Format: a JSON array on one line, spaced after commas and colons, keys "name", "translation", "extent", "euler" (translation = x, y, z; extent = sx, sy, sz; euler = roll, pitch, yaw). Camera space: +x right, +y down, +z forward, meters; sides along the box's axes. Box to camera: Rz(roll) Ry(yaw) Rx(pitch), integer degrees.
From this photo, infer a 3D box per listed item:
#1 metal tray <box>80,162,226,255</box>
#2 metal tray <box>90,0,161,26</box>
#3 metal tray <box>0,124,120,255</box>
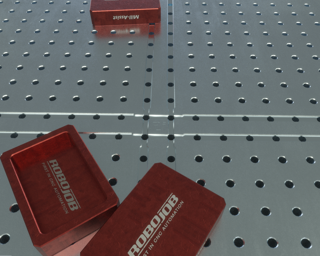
[{"name": "metal tray", "translation": [-0.003, 0.106, 0.315], "extent": [0.090, 0.030, 0.131], "euler": [28, 55, 21]}, {"name": "metal tray", "translation": [-0.067, -0.241, 0.607], "extent": [0.131, 0.030, 0.090], "euler": [-4, 50, -3]}, {"name": "metal tray", "translation": [-0.114, 0.063, 0.351], "extent": [0.091, 0.030, 0.130], "euler": [-26, 55, -21]}]
